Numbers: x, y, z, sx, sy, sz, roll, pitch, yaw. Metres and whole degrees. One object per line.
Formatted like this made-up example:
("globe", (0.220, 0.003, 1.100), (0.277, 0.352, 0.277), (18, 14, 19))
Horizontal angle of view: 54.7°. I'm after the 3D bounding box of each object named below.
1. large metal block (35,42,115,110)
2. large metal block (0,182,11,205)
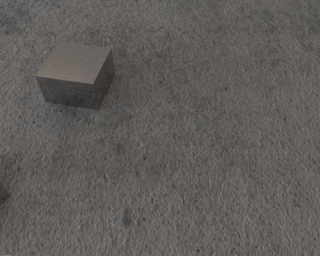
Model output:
("large metal block", (-0.118, -0.077, 0.451), (0.080, 0.050, 0.080), (9, 51, 7))
("large metal block", (-0.226, 0.067, 0.329), (0.080, 0.050, 0.080), (30, 56, 23))
